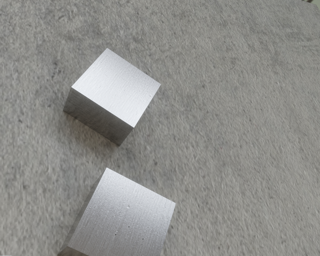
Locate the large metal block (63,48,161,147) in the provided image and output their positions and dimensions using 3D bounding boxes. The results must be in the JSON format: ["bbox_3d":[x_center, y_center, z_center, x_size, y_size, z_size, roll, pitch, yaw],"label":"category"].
[{"bbox_3d":[-0.057,-0.038,0.381,0.080,0.050,0.080,34,51,-7],"label":"large metal block"}]

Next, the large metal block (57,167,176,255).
[{"bbox_3d":[-0.041,0.099,0.306,0.080,0.050,0.080,30,52,-10],"label":"large metal block"}]
